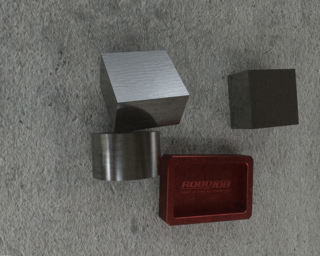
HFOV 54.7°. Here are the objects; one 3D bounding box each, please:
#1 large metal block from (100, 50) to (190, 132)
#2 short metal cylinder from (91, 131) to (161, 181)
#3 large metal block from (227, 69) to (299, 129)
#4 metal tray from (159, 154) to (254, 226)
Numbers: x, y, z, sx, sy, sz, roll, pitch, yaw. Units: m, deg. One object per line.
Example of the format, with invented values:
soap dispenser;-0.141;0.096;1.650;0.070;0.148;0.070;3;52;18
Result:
large metal block;-0.022;-0.045;0.366;0.081;0.050;0.080;-8;53;-20
short metal cylinder;-0.039;0.030;0.366;0.081;0.080;0.050;-2;91;-20
large metal block;0.149;-0.042;0.451;0.081;0.050;0.079;-5;92;-20
metal tray;0.066;0.082;0.430;0.131;0.030;0.089;2;89;-20
